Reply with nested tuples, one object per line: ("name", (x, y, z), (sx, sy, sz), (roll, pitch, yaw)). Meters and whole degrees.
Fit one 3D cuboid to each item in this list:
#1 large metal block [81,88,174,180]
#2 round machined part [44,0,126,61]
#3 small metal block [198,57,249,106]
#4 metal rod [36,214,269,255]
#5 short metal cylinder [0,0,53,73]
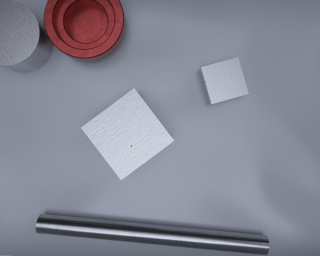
("large metal block", (-0.039, 0.007, 0.398), (0.080, 0.050, 0.080), (-37, 90, 0))
("round machined part", (-0.093, -0.135, 0.401), (0.099, 0.042, 0.097), (0, 92, 0))
("small metal block", (0.084, -0.061, 0.413), (0.050, 0.025, 0.050), (-16, 90, -1))
("metal rod", (-0.009, 0.141, 0.411), (0.302, 0.025, 0.025), (6, 90, -1))
("short metal cylinder", (-0.185, -0.115, 0.396), (0.081, 0.050, 0.079), (0, 90, -1))
